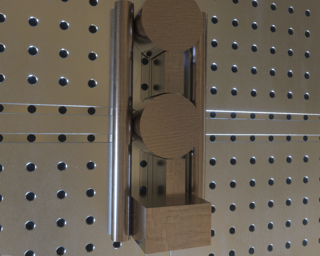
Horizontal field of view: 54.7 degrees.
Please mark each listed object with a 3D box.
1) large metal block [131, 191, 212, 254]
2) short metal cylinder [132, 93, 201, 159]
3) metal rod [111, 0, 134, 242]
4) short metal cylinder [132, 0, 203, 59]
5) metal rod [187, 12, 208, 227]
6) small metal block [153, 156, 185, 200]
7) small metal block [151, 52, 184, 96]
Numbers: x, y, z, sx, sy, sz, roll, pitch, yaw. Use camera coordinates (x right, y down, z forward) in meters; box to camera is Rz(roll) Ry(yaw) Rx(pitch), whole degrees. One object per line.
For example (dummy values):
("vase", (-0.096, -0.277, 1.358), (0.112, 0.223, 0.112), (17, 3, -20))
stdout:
("large metal block", (0.009, 0.112, 0.387), (0.081, 0.080, 0.050), (1, 90, -20))
("short metal cylinder", (0.006, -0.003, 0.401), (0.081, 0.050, 0.080), (0, 90, -20))
("metal rod", (-0.048, -0.009, 0.394), (0.025, 0.025, 0.298), (1, 90, -20))
("short metal cylinder", (0.008, -0.132, 0.401), (0.081, 0.050, 0.080), (0, 90, -20))
("metal rod", (0.052, -0.009, 0.430), (0.025, 0.025, 0.298), (1, 90, -20))
("small metal block", (0.011, 0.063, 0.402), (0.025, 0.050, 0.050), (0, 90, -20))
("small metal block", (0.009, -0.067, 0.401), (0.025, 0.050, 0.050), (1, 90, -20))
